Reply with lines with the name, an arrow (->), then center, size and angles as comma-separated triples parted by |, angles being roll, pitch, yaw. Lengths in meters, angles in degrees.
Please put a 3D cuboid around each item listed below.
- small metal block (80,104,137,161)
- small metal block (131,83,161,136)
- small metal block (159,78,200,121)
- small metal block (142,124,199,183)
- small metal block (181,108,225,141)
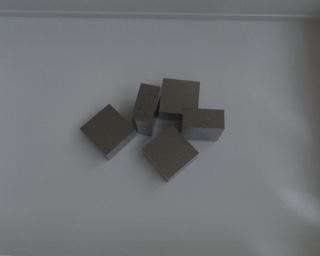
small metal block -> -0.067, 0.005, 0.405 | 0.050, 0.025, 0.050 | -43, 76, -14
small metal block -> -0.017, -0.023, 0.402 | 0.025, 0.050, 0.050 | 12, 71, 4
small metal block -> 0.026, -0.038, 0.422 | 0.050, 0.025, 0.050 | 6, 70, 2
small metal block -> 0.013, 0.033, 0.395 | 0.050, 0.025, 0.050 | -39, 75, -13
small metal block -> 0.052, -0.003, 0.396 | 0.050, 0.050, 0.025 | 3, 70, 1
